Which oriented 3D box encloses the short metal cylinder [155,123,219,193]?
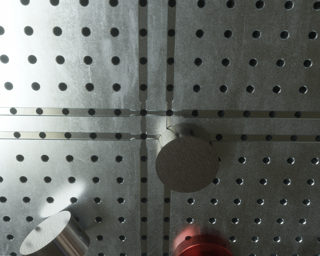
[{"bbox_3d":[0.035,0.039,0.415,0.081,0.050,0.079,0,110,0],"label":"short metal cylinder"}]

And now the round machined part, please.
[{"bbox_3d":[0.070,0.221,0.486,0.099,0.042,0.097,0,110,0],"label":"round machined part"}]

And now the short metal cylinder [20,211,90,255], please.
[{"bbox_3d":[-0.149,0.166,0.444,0.080,0.080,0.050,-27,108,9],"label":"short metal cylinder"}]
